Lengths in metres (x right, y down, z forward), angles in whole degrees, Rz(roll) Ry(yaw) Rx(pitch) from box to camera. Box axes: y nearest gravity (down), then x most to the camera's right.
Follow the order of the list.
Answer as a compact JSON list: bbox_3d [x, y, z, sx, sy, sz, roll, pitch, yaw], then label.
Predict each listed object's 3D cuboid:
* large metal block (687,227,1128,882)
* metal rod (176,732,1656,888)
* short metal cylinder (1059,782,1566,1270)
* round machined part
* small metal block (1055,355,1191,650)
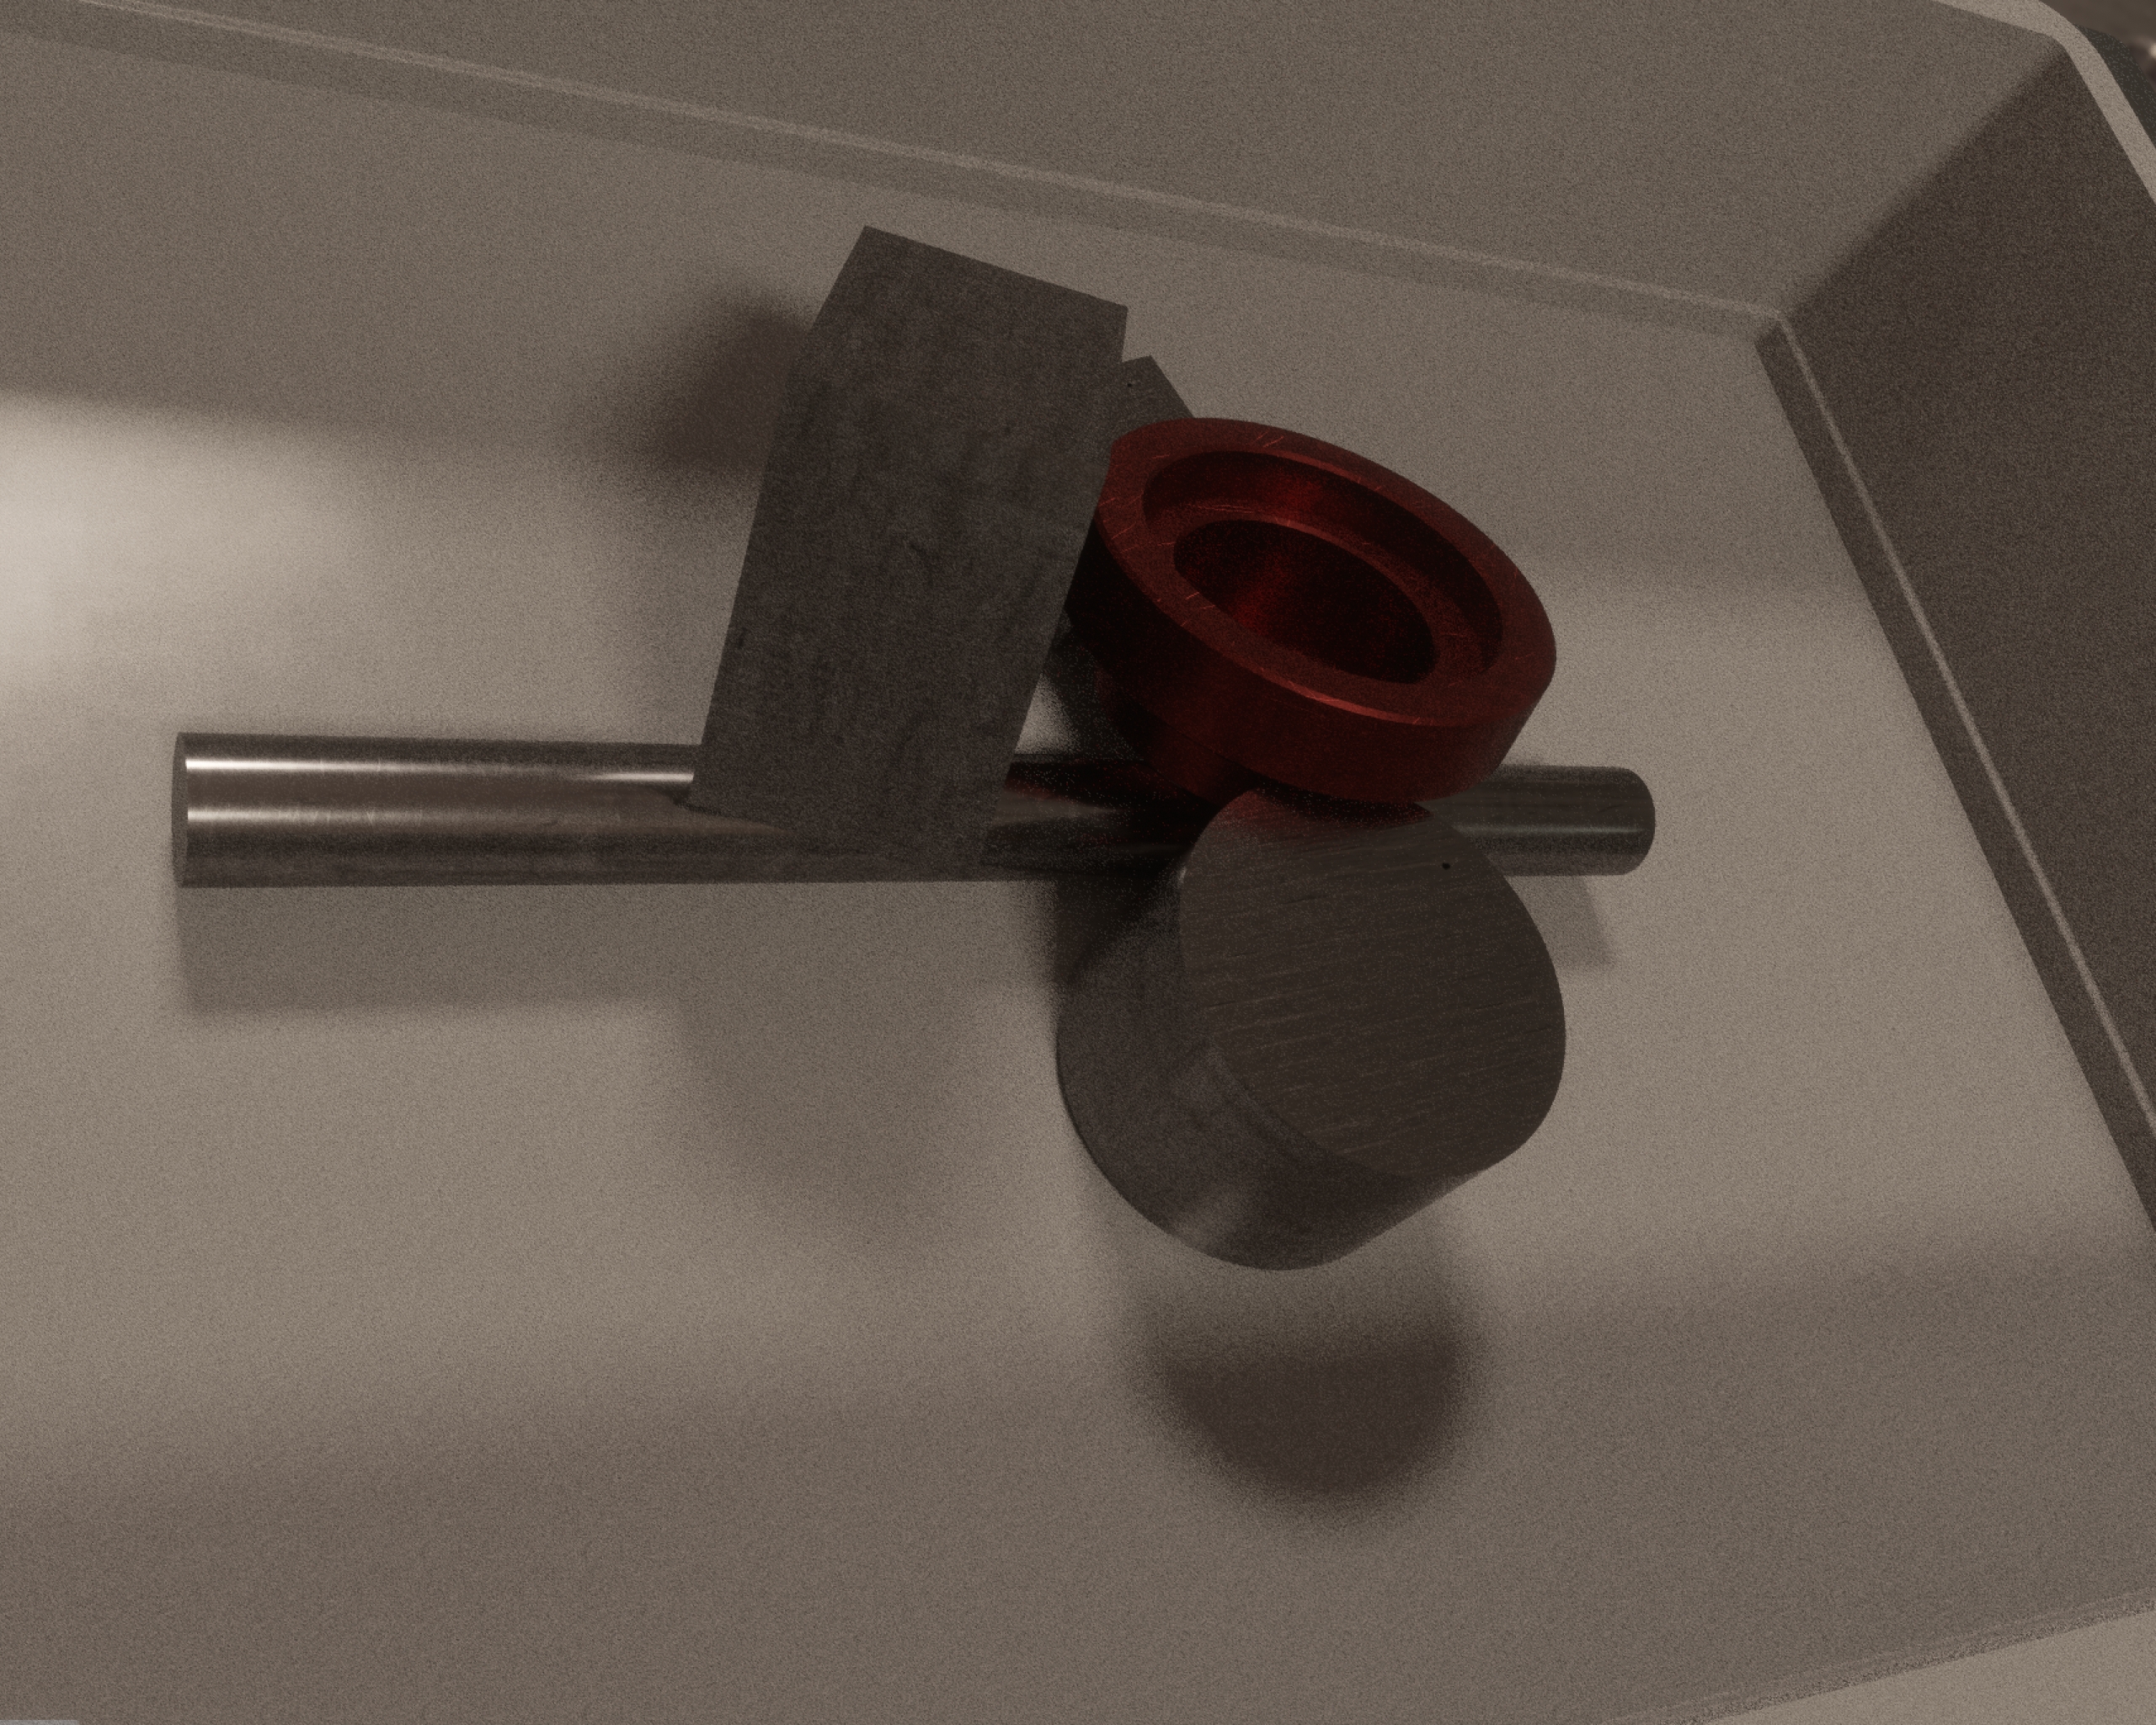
[{"bbox_3d":[-0.029,-0.056,0.370,0.050,0.079,0.080,16,32,-6],"label":"large metal block"},{"bbox_3d":[-0.010,-0.009,0.403,0.303,0.025,0.025,0,62,-29],"label":"metal rod"},{"bbox_3d":[0.043,0.030,0.393,0.081,0.050,0.080,14,56,-21],"label":"short metal cylinder"},{"bbox_3d":[0.042,-0.044,0.420,0.099,0.042,0.098,15,39,-12],"label":"round machined part"},{"bbox_3d":[0.006,-0.080,0.458,0.050,0.025,0.050,-23,75,-37],"label":"small metal block"}]
